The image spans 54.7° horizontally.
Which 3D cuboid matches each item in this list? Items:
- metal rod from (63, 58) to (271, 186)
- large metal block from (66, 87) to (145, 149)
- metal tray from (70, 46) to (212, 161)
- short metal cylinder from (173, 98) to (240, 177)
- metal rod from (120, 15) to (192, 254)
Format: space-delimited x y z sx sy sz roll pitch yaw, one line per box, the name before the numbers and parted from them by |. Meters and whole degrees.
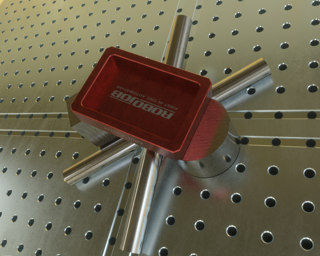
metal rod | 0.003 -0.004 0.408 0.301 0.025 0.025 -29 52 9
large metal block | -0.065 -0.020 0.417 0.080 0.080 0.050 -30 52 9
metal tray | -0.019 -0.030 0.342 0.130 0.030 0.090 22 72 16
short metal cylinder | 0.047 0.011 0.359 0.080 0.050 0.080 -13 56 20
metal rod | 0.000 -0.005 0.381 0.025 0.025 0.299 4 73 29
